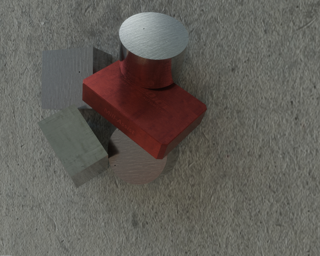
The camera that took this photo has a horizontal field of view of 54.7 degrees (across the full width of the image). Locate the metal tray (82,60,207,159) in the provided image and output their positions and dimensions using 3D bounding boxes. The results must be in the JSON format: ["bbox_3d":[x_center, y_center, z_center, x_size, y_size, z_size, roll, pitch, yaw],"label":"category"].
[{"bbox_3d":[-0.020,-0.032,0.384,0.130,0.091,0.030,37,142,16],"label":"metal tray"}]

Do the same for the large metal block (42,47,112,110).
[{"bbox_3d":[-0.116,-0.066,0.436,0.080,0.050,0.080,1,90,20],"label":"large metal block"}]

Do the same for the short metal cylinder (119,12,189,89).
[{"bbox_3d":[-0.009,-0.095,0.379,0.081,0.050,0.080,3,57,-5],"label":"short metal cylinder"}]

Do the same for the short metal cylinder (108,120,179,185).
[{"bbox_3d":[-0.020,0.030,0.405,0.080,0.050,0.080,0,90,20],"label":"short metal cylinder"}]

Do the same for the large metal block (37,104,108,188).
[{"bbox_3d":[-0.113,0.027,0.413,0.050,0.080,0.080,-32,78,-19],"label":"large metal block"}]
